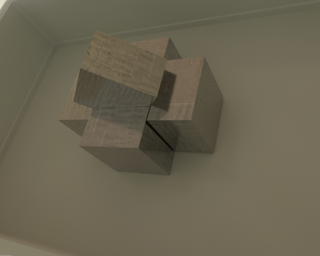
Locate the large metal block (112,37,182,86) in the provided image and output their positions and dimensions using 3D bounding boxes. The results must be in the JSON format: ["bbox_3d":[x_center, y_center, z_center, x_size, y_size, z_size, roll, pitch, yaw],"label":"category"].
[{"bbox_3d":[-0.012,-0.072,0.420,0.080,0.080,0.050,0,62,28],"label":"large metal block"}]

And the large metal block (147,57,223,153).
[{"bbox_3d":[0.034,-0.024,0.364,0.050,0.080,0.080,0,62,28],"label":"large metal block"}]

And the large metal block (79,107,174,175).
[{"bbox_3d":[-0.035,0.017,0.377,0.080,0.080,0.050,0,62,28],"label":"large metal block"}]

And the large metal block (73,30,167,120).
[{"bbox_3d":[-0.048,-0.053,0.354,0.080,0.080,0.050,20,65,-13],"label":"large metal block"}]

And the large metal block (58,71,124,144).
[{"bbox_3d":[-0.081,-0.027,0.429,0.050,0.080,0.080,0,62,28],"label":"large metal block"}]
